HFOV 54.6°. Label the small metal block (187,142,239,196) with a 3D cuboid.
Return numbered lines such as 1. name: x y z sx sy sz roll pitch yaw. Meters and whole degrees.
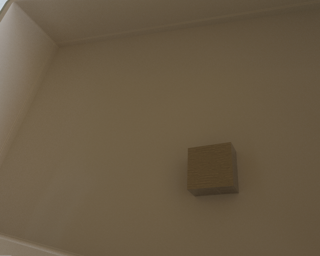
1. small metal block: 0.059 0.047 0.347 0.050 0.025 0.050 -10 57 23
